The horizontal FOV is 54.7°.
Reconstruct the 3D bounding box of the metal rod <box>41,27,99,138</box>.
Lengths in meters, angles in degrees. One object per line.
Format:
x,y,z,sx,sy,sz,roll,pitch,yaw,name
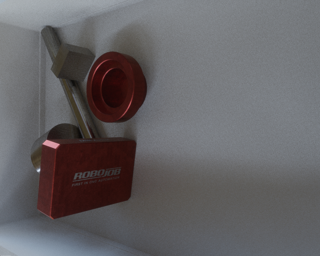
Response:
-0.145,-0.053,0.522,0.025,0.025,0.299,-40,66,32,metal rod

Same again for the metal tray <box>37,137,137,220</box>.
-0.091,0.060,0.411,0.030,0.131,0.089,11,97,39,metal tray

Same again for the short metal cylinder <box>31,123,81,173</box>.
-0.157,0.039,0.497,0.050,0.081,0.080,-28,73,36,short metal cylinder

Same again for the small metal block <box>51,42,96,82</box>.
-0.141,-0.106,0.504,0.025,0.050,0.050,48,118,29,small metal block

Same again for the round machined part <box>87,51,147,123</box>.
-0.057,-0.056,0.441,0.098,0.042,0.097,0,90,39,round machined part
